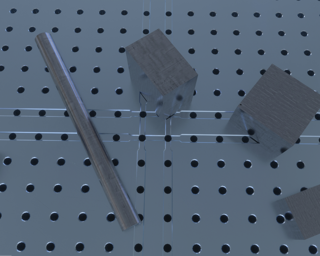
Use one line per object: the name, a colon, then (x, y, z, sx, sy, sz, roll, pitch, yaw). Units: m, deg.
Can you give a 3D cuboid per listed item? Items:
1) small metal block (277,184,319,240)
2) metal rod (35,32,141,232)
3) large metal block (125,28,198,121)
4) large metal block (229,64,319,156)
small metal block: (0.181, 0.102, 0.377, 0.050, 0.025, 0.050, -19, 71, -7)
metal rod: (-0.103, -0.007, 0.413, 0.025, 0.025, 0.299, -26, 72, -9)
large metal block: (0.001, -0.067, 0.407, 0.050, 0.080, 0.080, -33, 74, -11)
large metal block: (0.152, -0.023, 0.409, 0.080, 0.050, 0.080, 38, 74, 12)
